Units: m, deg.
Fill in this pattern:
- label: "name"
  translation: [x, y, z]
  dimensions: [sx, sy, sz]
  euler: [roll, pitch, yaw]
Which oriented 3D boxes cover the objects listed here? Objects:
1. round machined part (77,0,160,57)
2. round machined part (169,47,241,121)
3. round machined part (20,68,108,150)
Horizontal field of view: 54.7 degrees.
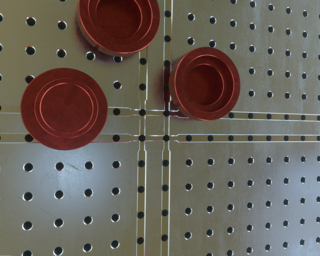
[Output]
- label: "round machined part"
  translation: [-0.053, -0.137, 0.385]
  dimensions: [0.099, 0.042, 0.097]
  euler: [0, 90, -21]
- label: "round machined part"
  translation: [0.057, -0.058, 0.426]
  dimensions: [0.099, 0.042, 0.097]
  euler: [0, 90, -21]
- label: "round machined part"
  translation: [-0.110, -0.022, 0.363]
  dimensions: [0.099, 0.042, 0.097]
  euler: [0, 90, -21]
